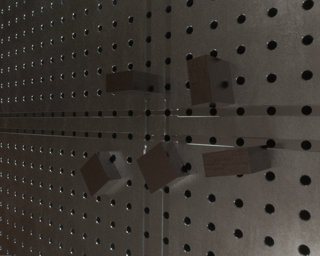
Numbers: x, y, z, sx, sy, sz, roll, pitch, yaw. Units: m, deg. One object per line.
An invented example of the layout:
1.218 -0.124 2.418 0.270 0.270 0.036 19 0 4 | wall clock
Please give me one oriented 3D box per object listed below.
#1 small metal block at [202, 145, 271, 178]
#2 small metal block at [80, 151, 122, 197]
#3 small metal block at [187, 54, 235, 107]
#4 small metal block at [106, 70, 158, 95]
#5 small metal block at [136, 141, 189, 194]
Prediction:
0.081 0.035 0.326 0.050 0.050 0.025 -13 82 39 | small metal block
-0.094 0.072 0.484 0.050 0.025 0.050 -44 64 31 | small metal block
0.057 -0.050 0.345 0.025 0.050 0.050 -10 84 39 | small metal block
-0.038 -0.060 0.422 0.050 0.050 0.025 0 90 39 | small metal block
0.003 0.052 0.405 0.050 0.025 0.050 -39 67 33 | small metal block
